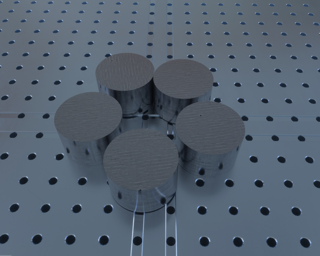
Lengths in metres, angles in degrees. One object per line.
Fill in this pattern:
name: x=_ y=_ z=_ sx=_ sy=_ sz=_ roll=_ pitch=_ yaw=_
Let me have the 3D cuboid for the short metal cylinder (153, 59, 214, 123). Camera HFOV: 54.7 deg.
short metal cylinder: x=0.031 y=-0.051 z=0.433 sx=0.081 sy=0.050 sz=0.080 roll=0 pitch=50 yaw=0

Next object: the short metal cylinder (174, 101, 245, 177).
short metal cylinder: x=0.058 y=0.013 z=0.379 sx=0.081 sy=0.050 sz=0.080 roll=0 pitch=51 yaw=0

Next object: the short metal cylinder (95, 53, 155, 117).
short metal cylinder: x=-0.048 y=-0.063 z=0.443 sx=0.081 sy=0.050 sz=0.080 roll=0 pitch=50 yaw=0

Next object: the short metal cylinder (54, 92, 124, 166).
short metal cylinder: x=-0.086 y=0.000 z=0.390 sx=0.081 sy=0.050 sz=0.080 roll=0 pitch=50 yaw=0

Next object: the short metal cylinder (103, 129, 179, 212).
short metal cylinder: x=-0.020 y=0.047 z=0.350 sx=0.080 sy=0.050 sz=0.080 roll=0 pitch=50 yaw=1
